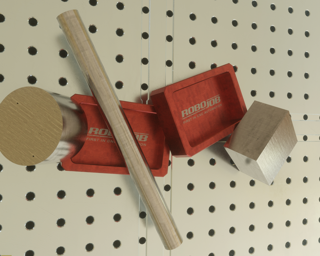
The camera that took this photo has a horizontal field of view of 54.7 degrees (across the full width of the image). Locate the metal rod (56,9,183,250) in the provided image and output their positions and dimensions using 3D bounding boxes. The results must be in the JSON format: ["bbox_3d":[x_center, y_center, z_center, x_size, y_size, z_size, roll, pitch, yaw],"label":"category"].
[{"bbox_3d":[-0.043,0.010,0.365,0.025,0.025,0.299,-27,99,-18],"label":"metal rod"}]

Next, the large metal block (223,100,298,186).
[{"bbox_3d":[0.143,0.022,0.433,0.080,0.050,0.080,-53,137,-12],"label":"large metal block"}]

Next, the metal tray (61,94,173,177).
[{"bbox_3d":[-0.052,0.011,0.390,0.131,0.030,0.089,7,88,-20],"label":"metal tray"}]

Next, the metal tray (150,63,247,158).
[{"bbox_3d":[0.058,-0.026,0.411,0.131,0.030,0.090,-25,99,-35],"label":"metal tray"}]

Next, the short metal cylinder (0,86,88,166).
[{"bbox_3d":[-0.126,-0.001,0.333,0.080,0.050,0.080,-1,86,15],"label":"short metal cylinder"}]
